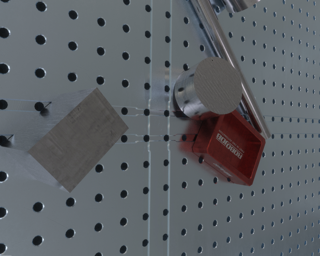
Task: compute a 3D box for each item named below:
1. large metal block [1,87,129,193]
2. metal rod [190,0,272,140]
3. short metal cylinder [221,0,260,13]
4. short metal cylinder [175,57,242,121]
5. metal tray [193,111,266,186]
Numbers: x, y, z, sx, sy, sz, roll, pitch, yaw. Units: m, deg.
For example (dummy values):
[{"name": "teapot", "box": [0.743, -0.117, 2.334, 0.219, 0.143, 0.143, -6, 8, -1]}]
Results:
[{"name": "large metal block", "box": [-0.091, 0.009, 0.297, 0.080, 0.080, 0.050, -50, 120, -28]}, {"name": "metal rod", "box": [0.118, -0.099, 0.507, 0.025, 0.025, 0.299, -48, 119, -29]}, {"name": "short metal cylinder", "box": [0.127, -0.225, 0.480, 0.050, 0.080, 0.080, 47, 62, -30]}, {"name": "short metal cylinder", "box": [0.068, -0.054, 0.437, 0.081, 0.050, 0.080, 5, 79, -26]}, {"name": "metal tray", "box": [0.117, 0.028, 0.503, 0.130, 0.030, 0.090, 37, 67, -34]}]
